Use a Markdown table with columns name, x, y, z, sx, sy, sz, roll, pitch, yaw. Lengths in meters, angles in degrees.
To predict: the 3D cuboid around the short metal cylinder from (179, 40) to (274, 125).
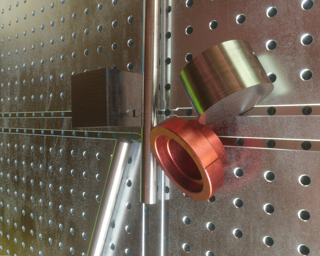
| name | x | y | z | sx | sy | sz | roll | pitch | yaw |
| --- | --- | --- | --- | --- | --- | --- | --- | --- | --- |
| short metal cylinder | 0.067 | -0.044 | 0.317 | 0.080 | 0.081 | 0.050 | -35 | 69 | 34 |

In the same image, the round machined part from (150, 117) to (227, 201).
| name | x | y | z | sx | sy | sz | roll | pitch | yaw |
| --- | --- | --- | --- | --- | --- | --- | --- | --- | --- |
| round machined part | 0.036 | 0.030 | 0.347 | 0.098 | 0.042 | 0.097 | 41 | 151 | 29 |

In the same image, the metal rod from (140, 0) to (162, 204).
| name | x | y | z | sx | sy | sz | roll | pitch | yaw |
| --- | --- | --- | --- | --- | --- | --- | --- | --- | --- |
| metal rod | -0.012 | -0.050 | 0.417 | 0.025 | 0.025 | 0.298 | 2 | 91 | 39 |

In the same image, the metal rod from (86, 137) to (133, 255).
| name | x | y | z | sx | sy | sz | roll | pitch | yaw |
| --- | --- | --- | --- | --- | --- | --- | --- | --- | --- |
| metal rod | -0.091 | 0.158 | 0.481 | 0.025 | 0.025 | 0.298 | 26 | 106 | 37 |

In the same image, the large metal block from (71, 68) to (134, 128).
| name | x | y | z | sx | sy | sz | roll | pitch | yaw |
| --- | --- | --- | --- | --- | --- | --- | --- | --- | --- |
| large metal block | -0.087 | -0.041 | 0.462 | 0.080 | 0.050 | 0.079 | -2 | 89 | 39 |
